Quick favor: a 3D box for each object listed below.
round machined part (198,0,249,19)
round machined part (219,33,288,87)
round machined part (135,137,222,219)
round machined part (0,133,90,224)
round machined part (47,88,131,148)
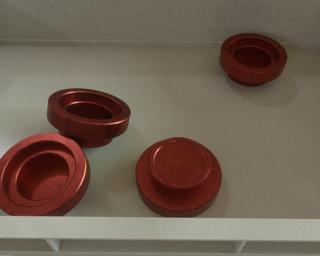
[{"bbox_3d":[0.128,-0.262,0.618,0.099,0.042,0.098,0,50,0],"label":"round machined part"},{"bbox_3d":[0.141,-0.102,0.481,0.099,0.042,0.098,0,50,0],"label":"round machined part"},{"bbox_3d":[0.021,0.049,0.353,0.099,0.042,0.098,0,50,0],"label":"round machined part"},{"bbox_3d":[-0.125,0.057,0.340,0.099,0.042,0.098,-1,56,2],"label":"round machined part"},{"bbox_3d":[-0.089,-0.010,0.385,0.099,0.042,0.098,13,26,-6],"label":"round machined part"}]
